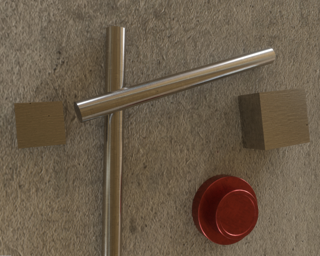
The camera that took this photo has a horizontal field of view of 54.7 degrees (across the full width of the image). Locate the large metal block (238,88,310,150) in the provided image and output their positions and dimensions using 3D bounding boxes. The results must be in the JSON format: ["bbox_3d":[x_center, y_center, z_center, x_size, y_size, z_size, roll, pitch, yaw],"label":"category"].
[{"bbox_3d":[0.168,-0.014,0.460,0.081,0.050,0.079,-8,93,-20],"label":"large metal block"}]

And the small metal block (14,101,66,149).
[{"bbox_3d":[-0.138,-0.004,0.358,0.050,0.025,0.050,-5,92,-20],"label":"small metal block"}]

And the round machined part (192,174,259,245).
[{"bbox_3d":[0.099,0.117,0.438,0.099,0.042,0.097,0,90,-21],"label":"round machined part"}]

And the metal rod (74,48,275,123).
[{"bbox_3d":[0.038,-0.064,0.407,0.302,0.025,0.025,-20,97,-26],"label":"metal rod"}]

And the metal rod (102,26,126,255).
[{"bbox_3d":[-0.058,0.025,0.388,0.025,0.025,0.298,1,90,-20],"label":"metal rod"}]
